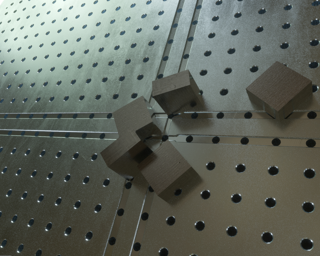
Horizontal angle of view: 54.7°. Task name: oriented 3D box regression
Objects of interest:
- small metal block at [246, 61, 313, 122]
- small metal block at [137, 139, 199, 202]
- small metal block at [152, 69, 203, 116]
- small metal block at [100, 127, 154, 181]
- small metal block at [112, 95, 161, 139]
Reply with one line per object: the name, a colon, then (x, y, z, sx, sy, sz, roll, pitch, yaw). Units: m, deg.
small metal block: (0.139, -0.043, 0.362, 0.050, 0.025, 0.050, -42, 51, -1)
small metal block: (0.009, 0.051, 0.372, 0.050, 0.025, 0.050, -41, 51, 0)
small metal block: (0.023, -0.045, 0.406, 0.050, 0.050, 0.025, -15, 56, 19)
small metal block: (-0.037, 0.034, 0.390, 0.050, 0.050, 0.025, -39, 51, 1)
small metal block: (-0.033, -0.009, 0.430, 0.050, 0.025, 0.050, -29, 52, 9)
